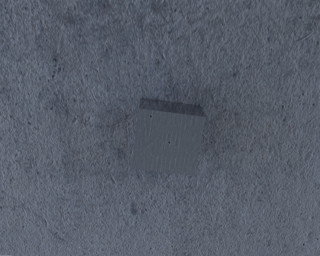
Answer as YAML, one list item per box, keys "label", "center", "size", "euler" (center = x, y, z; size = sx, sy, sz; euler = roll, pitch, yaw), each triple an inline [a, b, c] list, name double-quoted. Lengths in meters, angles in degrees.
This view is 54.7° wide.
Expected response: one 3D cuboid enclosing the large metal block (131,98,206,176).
- label: "large metal block"
  center: [0.009, 0.010, 0.402]
  size: [0.081, 0.050, 0.079]
  euler: [7, 110, -3]
